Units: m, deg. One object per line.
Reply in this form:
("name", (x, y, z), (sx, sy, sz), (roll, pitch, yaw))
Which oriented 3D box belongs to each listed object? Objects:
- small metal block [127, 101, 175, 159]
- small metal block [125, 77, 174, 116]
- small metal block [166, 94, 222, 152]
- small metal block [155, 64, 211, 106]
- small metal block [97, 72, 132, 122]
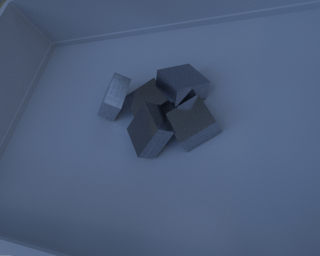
("small metal block", (-0.013, 0.003, 0.392), (0.050, 0.025, 0.050), (-54, 44, 31))
("small metal block", (-0.015, -0.034, 0.431), (0.050, 0.025, 0.050), (-33, 52, 6))
("small metal block", (0.041, -0.006, 0.385), (0.050, 0.025, 0.050), (-31, 52, 7))
("small metal block", (0.029, -0.058, 0.408), (0.050, 0.025, 0.050), (-17, 46, -26))
("small metal block", (-0.067, -0.044, 0.446), (0.050, 0.025, 0.050), (138, 151, -61))
